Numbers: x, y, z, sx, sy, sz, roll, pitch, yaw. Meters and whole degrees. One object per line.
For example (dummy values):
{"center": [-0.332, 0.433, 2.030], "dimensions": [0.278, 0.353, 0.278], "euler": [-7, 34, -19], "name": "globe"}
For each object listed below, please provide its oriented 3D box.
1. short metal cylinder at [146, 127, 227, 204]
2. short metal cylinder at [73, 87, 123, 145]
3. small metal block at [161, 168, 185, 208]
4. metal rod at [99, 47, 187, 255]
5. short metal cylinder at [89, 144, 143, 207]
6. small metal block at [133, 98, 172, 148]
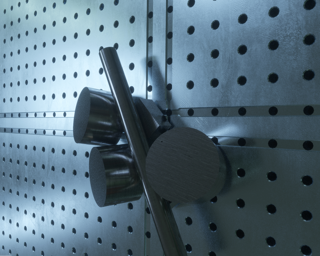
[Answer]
{"center": [0.031, 0.044, 0.346], "dimensions": [0.080, 0.050, 0.080], "euler": [-6, 74, 19], "name": "short metal cylinder"}
{"center": [-0.088, -0.015, 0.443], "dimensions": [0.080, 0.050, 0.080], "euler": [-25, 60, 56], "name": "short metal cylinder"}
{"center": [0.009, 0.072, 0.397], "dimensions": [0.050, 0.025, 0.050], "euler": [-48, 62, 29], "name": "small metal block"}
{"center": [-0.024, 0.029, 0.391], "dimensions": [0.025, 0.025, 0.299], "euler": [-32, 70, 35], "name": "metal rod"}
{"center": [-0.061, 0.063, 0.421], "dimensions": [0.080, 0.050, 0.079], "euler": [15, 107, 61], "name": "short metal cylinder"}
{"center": [-0.020, -0.004, 0.421], "dimensions": [0.050, 0.025, 0.050], "euler": [-51, 61, 28], "name": "small metal block"}
